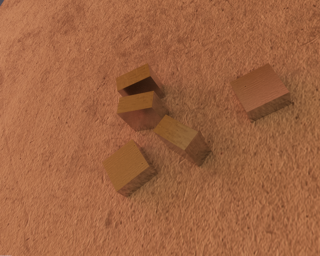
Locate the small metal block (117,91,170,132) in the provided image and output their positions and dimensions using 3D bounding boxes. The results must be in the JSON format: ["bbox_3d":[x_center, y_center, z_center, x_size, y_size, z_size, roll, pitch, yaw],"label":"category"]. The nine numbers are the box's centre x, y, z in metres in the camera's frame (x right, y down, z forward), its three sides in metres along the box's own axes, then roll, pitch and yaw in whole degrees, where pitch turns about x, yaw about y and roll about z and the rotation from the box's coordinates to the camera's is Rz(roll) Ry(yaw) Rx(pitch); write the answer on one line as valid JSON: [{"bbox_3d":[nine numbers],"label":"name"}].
[{"bbox_3d":[-0.021,-0.021,0.412,0.050,0.050,0.025,-9,58,23],"label":"small metal block"}]

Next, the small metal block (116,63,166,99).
[{"bbox_3d":[-0.026,-0.057,0.437,0.050,0.050,0.025,-22,54,15],"label":"small metal block"}]

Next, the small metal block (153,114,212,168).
[{"bbox_3d":[0.027,0.016,0.364,0.050,0.050,0.025,31,79,38],"label":"small metal block"}]

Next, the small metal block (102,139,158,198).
[{"bbox_3d":[-0.039,0.051,0.393,0.050,0.025,0.050,-38,51,2],"label":"small metal block"}]

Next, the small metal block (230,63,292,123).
[{"bbox_3d":[0.118,-0.042,0.367,0.050,0.025,0.050,-27,52,11],"label":"small metal block"}]
